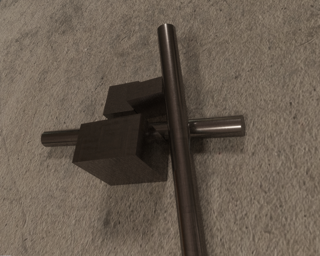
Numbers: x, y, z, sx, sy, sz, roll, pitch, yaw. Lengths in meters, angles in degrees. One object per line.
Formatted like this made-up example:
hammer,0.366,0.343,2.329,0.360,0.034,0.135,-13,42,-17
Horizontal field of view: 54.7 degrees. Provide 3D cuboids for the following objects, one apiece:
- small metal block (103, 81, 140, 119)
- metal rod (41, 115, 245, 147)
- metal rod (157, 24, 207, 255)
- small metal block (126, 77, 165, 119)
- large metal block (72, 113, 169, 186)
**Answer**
small metal block,-0.051,-0.038,0.452,0.050,0.025,0.050,-7,59,24
metal rod,-0.040,0.007,0.418,0.301,0.025,0.025,-4,60,25
metal rod,0.022,0.005,0.357,0.025,0.025,0.299,-15,65,20
small metal block,-0.010,-0.039,0.416,0.050,0.050,0.025,-12,57,21
large metal block,-0.043,0.030,0.371,0.080,0.080,0.050,-9,58,23
